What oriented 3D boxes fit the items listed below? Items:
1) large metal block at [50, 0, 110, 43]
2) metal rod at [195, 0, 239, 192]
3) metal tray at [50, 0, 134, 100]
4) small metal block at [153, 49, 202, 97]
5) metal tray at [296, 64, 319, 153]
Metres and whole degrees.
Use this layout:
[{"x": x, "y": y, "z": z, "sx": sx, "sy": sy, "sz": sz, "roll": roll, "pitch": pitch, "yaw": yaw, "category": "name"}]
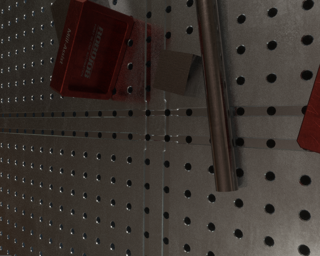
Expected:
[{"x": -0.123, "y": -0.175, "z": 0.492, "sx": 0.080, "sy": 0.050, "sz": 0.080, "roll": -26, "pitch": 74, "yaw": 37, "category": "large metal block"}, {"x": 0.061, "y": -0.079, "z": 0.357, "sx": 0.025, "sy": 0.025, "sz": 0.298, "roll": -9, "pitch": 84, "yaw": 39, "category": "metal rod"}, {"x": -0.096, "y": -0.108, "z": 0.443, "sx": 0.030, "sy": 0.091, "sz": 0.129, "roll": 31, "pitch": 109, "yaw": 35, "category": "metal tray"}, {"x": 0.023, "y": -0.069, "z": 0.389, "sx": 0.050, "sy": 0.025, "sz": 0.050, "roll": 20, "pitch": 103, "yaw": 38, "category": "small metal block"}, {"x": 0.180, "y": -0.033, "z": 0.257, "sx": 0.090, "sy": 0.030, "sz": 0.129, "roll": 20, "pitch": 103, "yaw": 37, "category": "metal tray"}]
